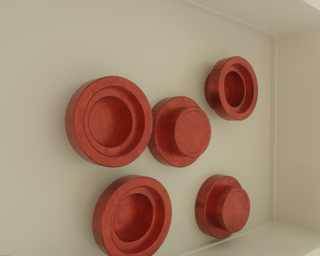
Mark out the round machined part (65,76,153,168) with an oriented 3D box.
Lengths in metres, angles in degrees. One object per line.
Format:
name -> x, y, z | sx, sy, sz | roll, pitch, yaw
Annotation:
round machined part -> -0.059, -0.007, 0.346 | 0.099, 0.042, 0.097 | 0, 90, -40

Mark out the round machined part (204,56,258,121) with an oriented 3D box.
round machined part -> 0.108, -0.060, 0.485 | 0.099, 0.042, 0.097 | 0, 90, -40

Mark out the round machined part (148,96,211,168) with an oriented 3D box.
round machined part -> 0.032, 0.005, 0.422 | 0.099, 0.042, 0.097 | 0, 90, -40

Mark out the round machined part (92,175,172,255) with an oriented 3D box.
round machined part -> -0.036, 0.104, 0.365 | 0.099, 0.042, 0.097 | 0, 90, -40

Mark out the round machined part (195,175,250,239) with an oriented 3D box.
round machined part -> 0.103, 0.124, 0.482 | 0.099, 0.042, 0.097 | 0, 90, -40
